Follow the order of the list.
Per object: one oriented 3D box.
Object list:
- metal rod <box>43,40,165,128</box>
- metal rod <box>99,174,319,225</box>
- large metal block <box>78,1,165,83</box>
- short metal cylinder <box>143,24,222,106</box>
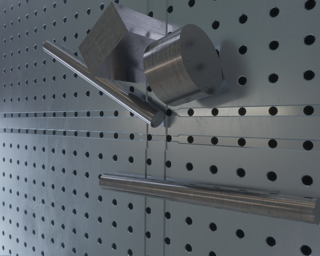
[{"bbox_3d":[-0.105,-0.082,0.495,0.300,0.025,0.025,35,111,34],"label":"metal rod"},{"bbox_3d":[0.031,0.080,0.383,0.300,0.025,0.025,-1,89,40],"label":"metal rod"},{"bbox_3d":[-0.046,-0.109,0.412,0.080,0.081,0.050,-41,65,32],"label":"large metal block"},{"bbox_3d":[0.027,-0.069,0.351,0.050,0.081,0.080,-16,80,39],"label":"short metal cylinder"}]
